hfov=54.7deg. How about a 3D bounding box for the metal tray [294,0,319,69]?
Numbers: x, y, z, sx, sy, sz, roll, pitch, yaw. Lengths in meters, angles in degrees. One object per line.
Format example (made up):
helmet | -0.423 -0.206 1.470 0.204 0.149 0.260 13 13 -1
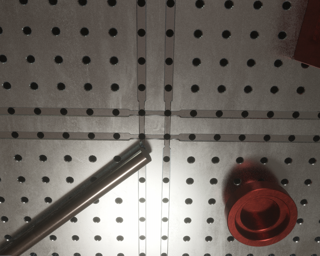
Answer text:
metal tray | 0.193 -0.130 0.333 0.030 0.090 0.129 6 110 -3

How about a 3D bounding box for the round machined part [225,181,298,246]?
round machined part | 0.143 0.119 0.450 0.099 0.042 0.097 0 110 -1

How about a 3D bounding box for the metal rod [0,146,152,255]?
metal rod | -0.137 0.123 0.456 0.300 0.025 0.025 -37 106 12
